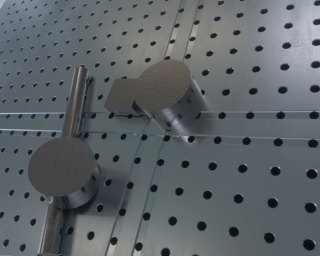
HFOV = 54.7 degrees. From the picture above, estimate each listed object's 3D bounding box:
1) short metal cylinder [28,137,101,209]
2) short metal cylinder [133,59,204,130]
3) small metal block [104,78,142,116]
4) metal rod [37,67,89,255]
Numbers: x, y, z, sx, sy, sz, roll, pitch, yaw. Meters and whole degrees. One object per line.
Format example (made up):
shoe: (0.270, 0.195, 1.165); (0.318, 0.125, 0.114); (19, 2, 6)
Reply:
short metal cylinder: (-0.121, 0.058, 0.401); (0.081, 0.050, 0.080); (1, 59, -1)
short metal cylinder: (0.012, -0.044, 0.413); (0.080, 0.050, 0.080); (-13, 56, 21)
small metal block: (-0.049, -0.046, 0.462); (0.050, 0.025, 0.050); (4, 64, 30)
metal rod: (-0.138, 0.029, 0.462); (0.025, 0.025, 0.299); (-13, 56, 21)
